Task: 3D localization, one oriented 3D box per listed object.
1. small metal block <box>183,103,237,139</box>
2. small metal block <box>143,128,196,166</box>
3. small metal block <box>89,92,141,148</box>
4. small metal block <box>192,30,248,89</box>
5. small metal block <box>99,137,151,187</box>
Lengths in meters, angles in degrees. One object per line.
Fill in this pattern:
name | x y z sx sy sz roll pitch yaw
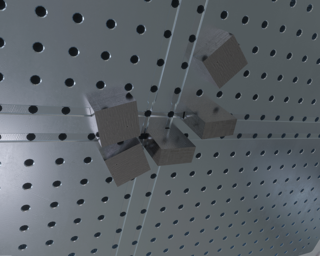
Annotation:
small metal block | 0.068 -0.011 0.425 0.050 0.050 0.025 -7 121 -25
small metal block | 0.012 0.024 0.416 0.050 0.050 0.025 -2 120 -27
small metal block | -0.054 -0.010 0.375 0.050 0.025 0.050 -17 125 -19
small metal block | 0.078 -0.088 0.399 0.050 0.025 0.050 -42 129 1
small metal block | -0.046 0.043 0.412 0.050 0.025 0.050 -26 128 -12
